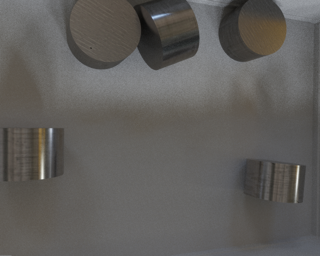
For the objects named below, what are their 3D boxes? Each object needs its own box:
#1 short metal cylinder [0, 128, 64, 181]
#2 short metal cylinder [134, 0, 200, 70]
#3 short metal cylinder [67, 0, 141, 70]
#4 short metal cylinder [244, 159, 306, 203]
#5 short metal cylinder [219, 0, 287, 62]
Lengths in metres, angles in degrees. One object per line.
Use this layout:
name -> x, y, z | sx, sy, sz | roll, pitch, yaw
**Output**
short metal cylinder -> -0.144, 0.025, 0.328 | 0.081, 0.080, 0.050 | 1, 90, -20
short metal cylinder -> 0.005, -0.118, 0.384 | 0.050, 0.080, 0.080 | -24, 99, -19
short metal cylinder -> -0.069, -0.114, 0.372 | 0.081, 0.050, 0.079 | 0, 90, -21
short metal cylinder -> 0.163, 0.073, 0.444 | 0.081, 0.080, 0.050 | 7, 88, -20
short metal cylinder -> 0.133, -0.140, 0.448 | 0.081, 0.050, 0.079 | 0, 90, -20
